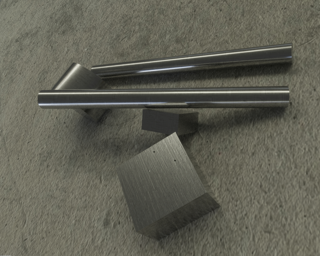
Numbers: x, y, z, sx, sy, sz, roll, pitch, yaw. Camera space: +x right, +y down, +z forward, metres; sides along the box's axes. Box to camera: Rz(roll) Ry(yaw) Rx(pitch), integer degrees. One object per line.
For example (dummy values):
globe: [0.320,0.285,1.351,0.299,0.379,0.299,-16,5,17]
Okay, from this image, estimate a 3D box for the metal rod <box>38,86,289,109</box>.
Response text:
metal rod: [-0.004,-0.036,0.378,0.301,0.025,0.025,0,61,10]

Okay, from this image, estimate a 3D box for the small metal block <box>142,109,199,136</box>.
small metal block: [0.013,-0.009,0.382,0.050,0.050,0.025,10,100,32]

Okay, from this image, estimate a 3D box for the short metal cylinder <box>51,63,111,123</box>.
short metal cylinder: [-0.112,-0.051,0.456,0.080,0.080,0.050,26,76,36]

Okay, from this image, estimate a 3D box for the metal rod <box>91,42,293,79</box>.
metal rod: [0.027,-0.091,0.444,0.300,0.025,0.025,0,62,27]

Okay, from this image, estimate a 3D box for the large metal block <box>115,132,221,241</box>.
large metal block: [0.007,0.065,0.343,0.080,0.050,0.080,-32,52,7]
